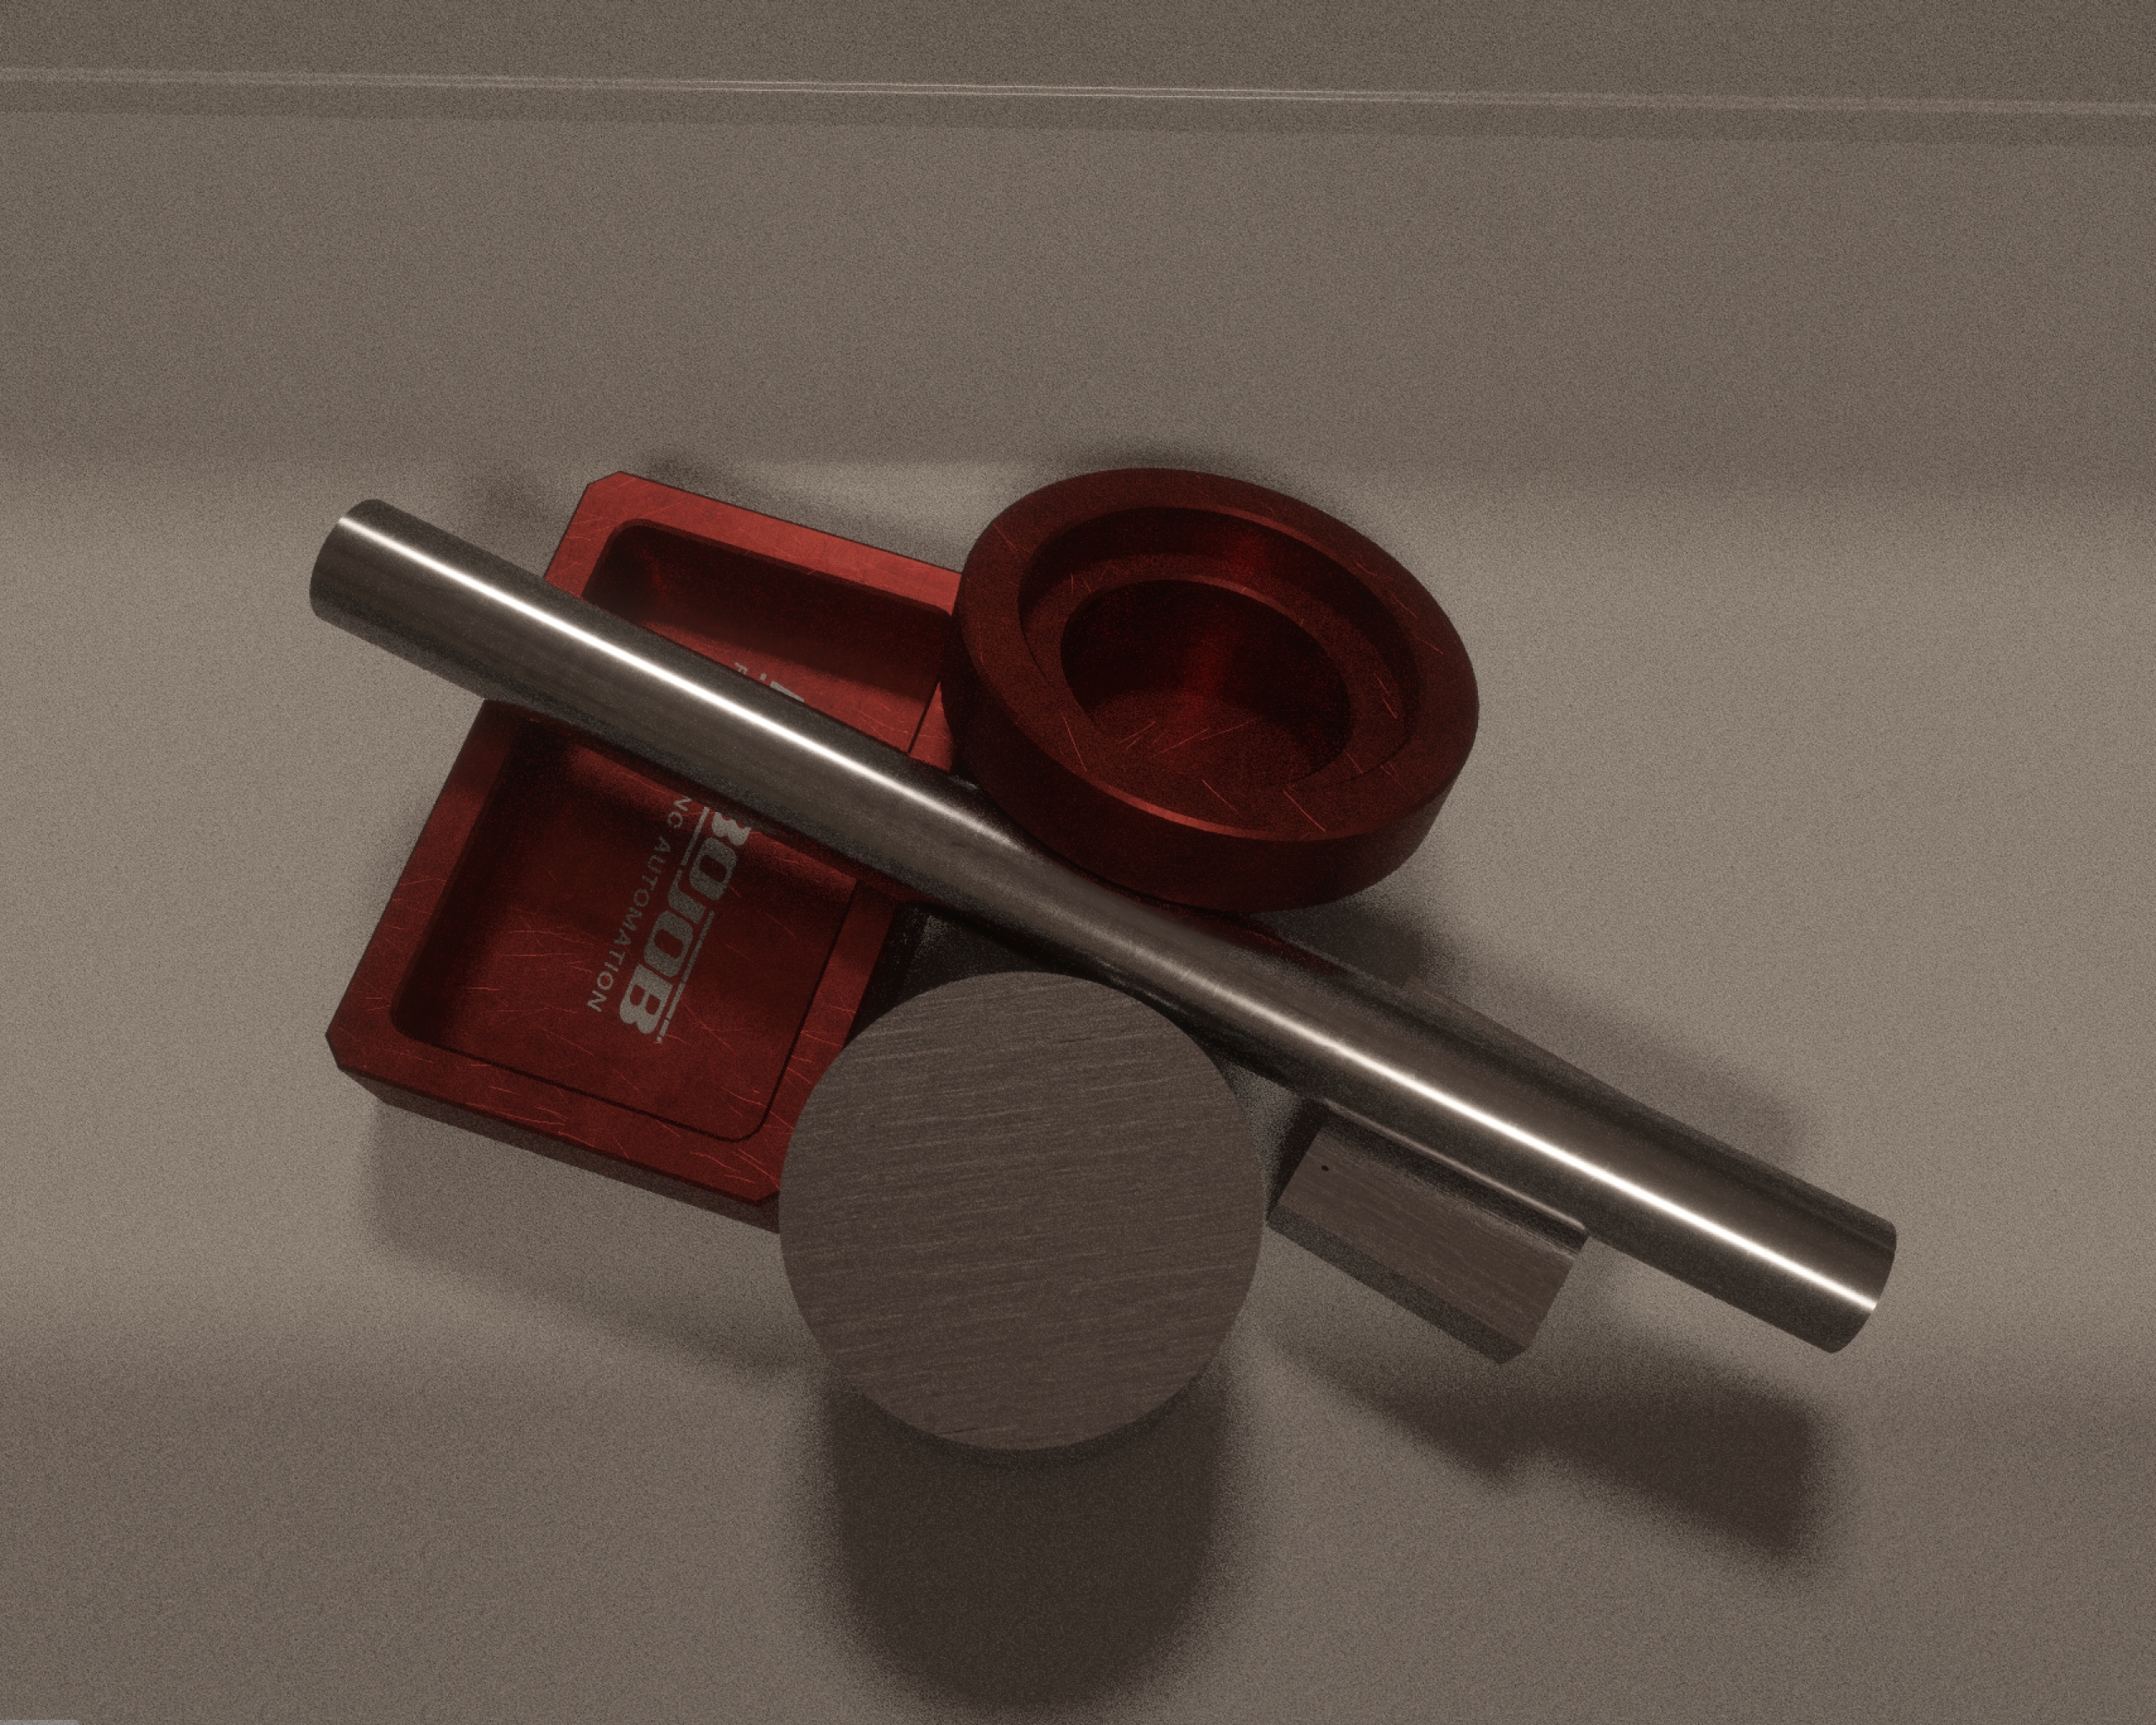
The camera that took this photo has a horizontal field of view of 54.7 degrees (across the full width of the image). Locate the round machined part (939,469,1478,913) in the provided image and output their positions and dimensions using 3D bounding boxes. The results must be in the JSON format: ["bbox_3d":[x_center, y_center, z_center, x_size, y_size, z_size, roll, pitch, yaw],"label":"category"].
[{"bbox_3d":[0.022,-0.028,0.396,0.099,0.042,0.098,9,47,-10],"label":"round machined part"}]

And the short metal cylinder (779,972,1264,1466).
[{"bbox_3d":[-0.009,0.065,0.370,0.081,0.050,0.080,0,70,0],"label":"short metal cylinder"}]

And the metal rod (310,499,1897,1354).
[{"bbox_3d":[-0.001,0.008,0.374,0.301,0.025,0.025,26,72,6],"label":"metal rod"}]

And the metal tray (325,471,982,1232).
[{"bbox_3d":[-0.074,-0.004,0.405,0.090,0.030,0.130,18,71,6],"label":"metal tray"}]

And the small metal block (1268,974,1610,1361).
[{"bbox_3d":[0.070,0.057,0.388,0.050,0.025,0.050,30,72,10],"label":"small metal block"}]
